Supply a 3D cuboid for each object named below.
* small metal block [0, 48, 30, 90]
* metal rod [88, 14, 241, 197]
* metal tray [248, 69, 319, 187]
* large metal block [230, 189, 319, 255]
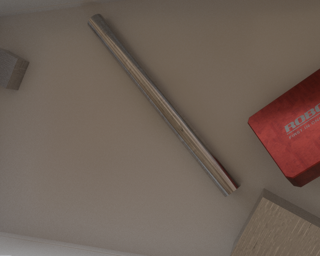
[{"bbox_3d":[-0.245,-0.095,0.495,0.050,0.025,0.050,29,99,17],"label":"small metal block"},{"bbox_3d":[-0.002,-0.038,0.410,0.025,0.025,0.300,-42,77,15],"label":"metal rod"},{"bbox_3d":[0.171,-0.010,0.324,0.130,0.030,0.090,-37,45,16],"label":"metal tray"},{"bbox_3d":[0.136,0.127,0.349,0.080,0.050,0.080,28,99,17],"label":"large metal block"}]
